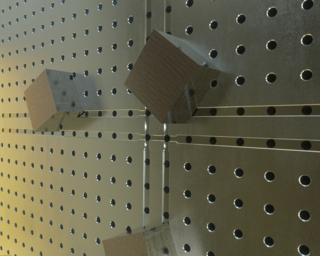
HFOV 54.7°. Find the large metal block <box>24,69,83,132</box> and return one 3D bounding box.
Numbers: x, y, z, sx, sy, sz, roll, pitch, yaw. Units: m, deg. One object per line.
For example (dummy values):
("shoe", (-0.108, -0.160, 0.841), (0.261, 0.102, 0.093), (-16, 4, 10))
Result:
("large metal block", (-0.189, -0.046, 0.546), (0.080, 0.050, 0.080), (-31, 71, 35))

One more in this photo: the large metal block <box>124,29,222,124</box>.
("large metal block", (0.013, -0.061, 0.381), (0.080, 0.050, 0.080), (47, 118, 29))

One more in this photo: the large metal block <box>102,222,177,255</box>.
("large metal block", (-0.023, 0.178, 0.410), (0.080, 0.050, 0.080), (-26, 74, 36))
